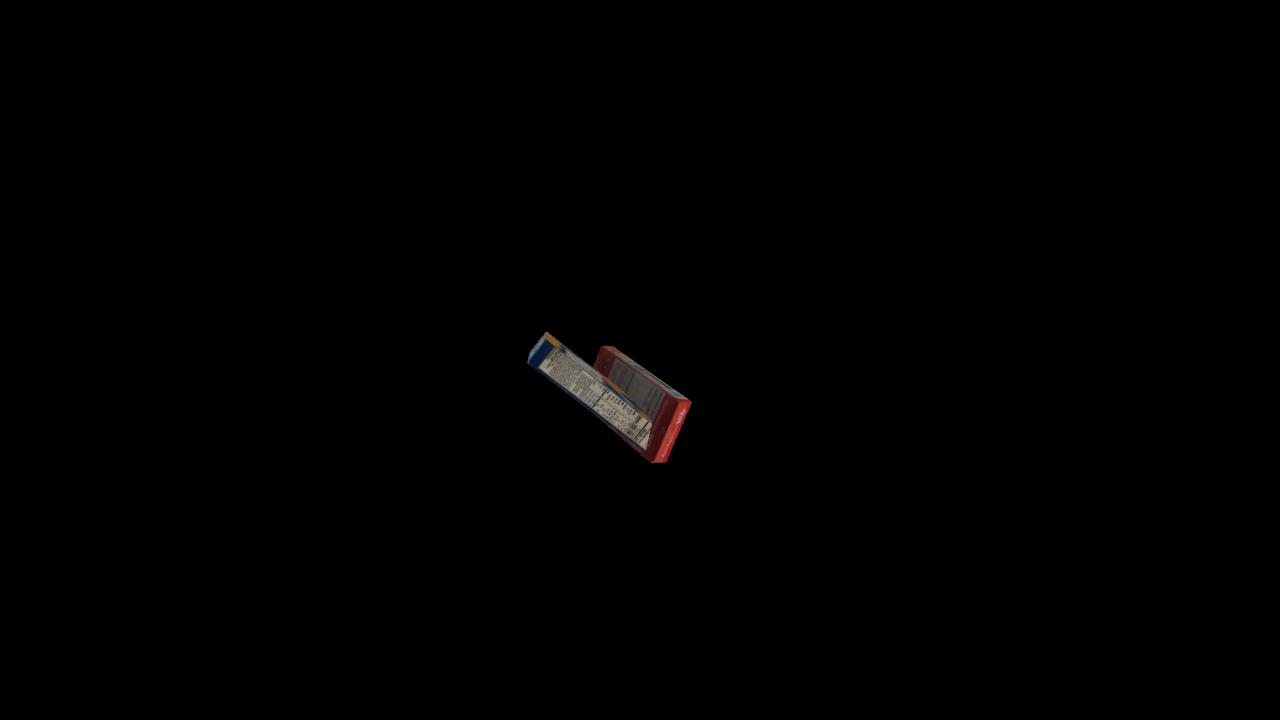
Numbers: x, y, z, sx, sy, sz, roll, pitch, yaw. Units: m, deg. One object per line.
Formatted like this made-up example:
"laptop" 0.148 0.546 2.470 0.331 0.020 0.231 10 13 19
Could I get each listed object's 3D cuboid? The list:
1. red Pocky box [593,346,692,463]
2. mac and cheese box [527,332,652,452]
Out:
"red Pocky box" -0.009 0.051 0.741 0.028 0.083 0.155 11 18 -45
"mac and cheese box" -0.049 0.040 0.728 0.184 0.041 0.093 38 -1 -11
